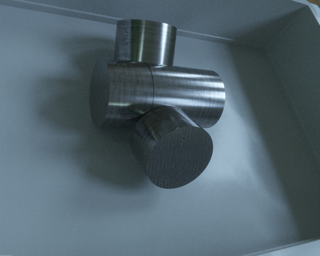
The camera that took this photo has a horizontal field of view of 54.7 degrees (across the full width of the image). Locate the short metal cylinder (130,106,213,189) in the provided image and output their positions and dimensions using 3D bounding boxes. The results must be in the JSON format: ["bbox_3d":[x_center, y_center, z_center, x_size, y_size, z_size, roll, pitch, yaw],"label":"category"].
[{"bbox_3d":[0.012,0.022,0.352,0.081,0.079,0.050,0,28,-28],"label":"short metal cylinder"}]

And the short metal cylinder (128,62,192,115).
[{"bbox_3d":[-0.003,-0.040,0.391,0.050,0.080,0.080,1,61,-27],"label":"short metal cylinder"}]

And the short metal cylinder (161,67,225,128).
[{"bbox_3d":[0.042,-0.040,0.415,0.050,0.080,0.080,1,61,-27],"label":"short metal cylinder"}]

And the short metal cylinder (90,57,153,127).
[{"bbox_3d":[-0.048,-0.041,0.367,0.050,0.080,0.080,1,61,-27],"label":"short metal cylinder"}]

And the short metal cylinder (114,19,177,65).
[{"bbox_3d":[-0.020,-0.111,0.416,0.081,0.080,0.050,2,99,-27],"label":"short metal cylinder"}]
